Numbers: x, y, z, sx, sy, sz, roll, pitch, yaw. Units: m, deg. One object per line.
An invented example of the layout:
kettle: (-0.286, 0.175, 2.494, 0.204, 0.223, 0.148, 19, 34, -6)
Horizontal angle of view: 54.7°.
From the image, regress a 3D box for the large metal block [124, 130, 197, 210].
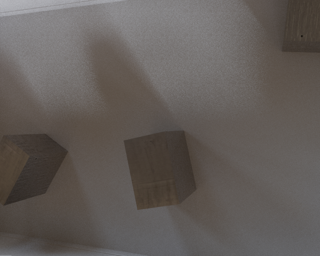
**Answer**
large metal block: (0.003, 0.048, 0.379, 0.050, 0.080, 0.080, -13, 86, 19)

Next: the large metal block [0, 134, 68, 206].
large metal block: (-0.194, 0.056, 0.448, 0.050, 0.080, 0.080, 34, 101, 16)

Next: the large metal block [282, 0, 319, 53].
large metal block: (0.180, -0.127, 0.334, 0.080, 0.050, 0.079, 7, 92, 19)
